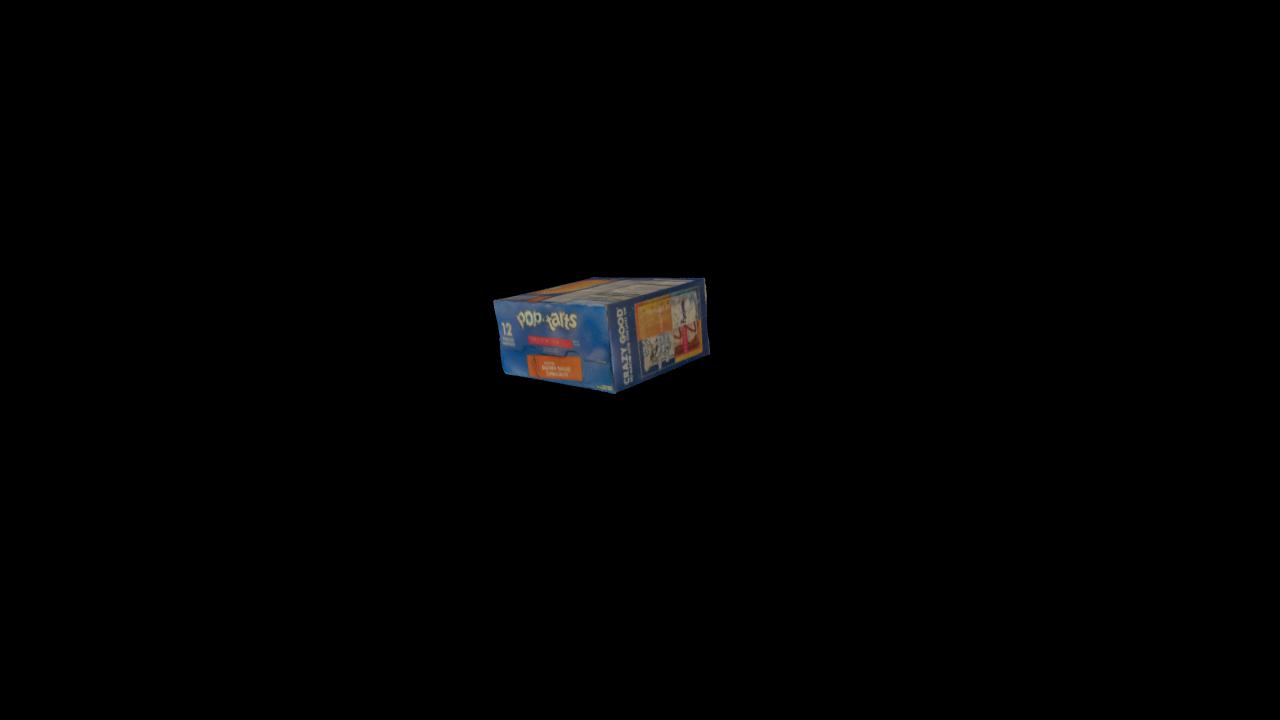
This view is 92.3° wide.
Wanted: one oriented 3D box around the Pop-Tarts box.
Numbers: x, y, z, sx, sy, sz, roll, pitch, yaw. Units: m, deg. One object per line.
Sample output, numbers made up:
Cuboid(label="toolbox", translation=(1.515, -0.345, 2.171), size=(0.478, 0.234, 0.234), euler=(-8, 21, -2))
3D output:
Cuboid(label="Pop-Tarts box", translation=(-0.038, -0.032, 0.620), size=(0.167, 0.083, 0.141), euler=(6, 19, 42))
